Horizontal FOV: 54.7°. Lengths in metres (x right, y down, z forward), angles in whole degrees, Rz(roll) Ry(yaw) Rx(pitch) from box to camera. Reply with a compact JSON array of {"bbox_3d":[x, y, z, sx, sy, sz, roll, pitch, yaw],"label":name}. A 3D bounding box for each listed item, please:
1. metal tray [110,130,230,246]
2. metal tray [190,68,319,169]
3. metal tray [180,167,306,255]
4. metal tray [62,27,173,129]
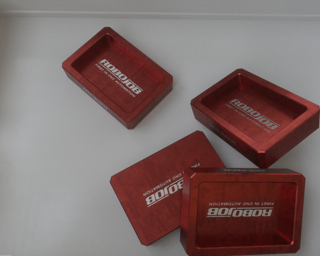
[{"bbox_3d":[0.017,0.072,0.381,0.131,0.030,0.090,-28,73,-10],"label":"metal tray"},{"bbox_3d":[0.111,-0.019,0.381,0.090,0.030,0.130,-34,43,-12],"label":"metal tray"},{"bbox_3d":[0.091,0.091,0.344,0.131,0.030,0.089,2,94,-10],"label":"metal tray"},{"bbox_3d":[-0.058,-0.072,0.432,0.130,0.030,0.090,40,75,13],"label":"metal tray"}]
